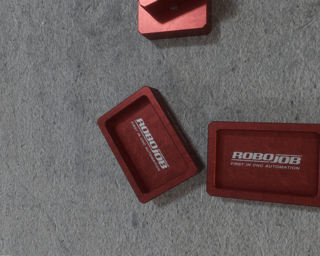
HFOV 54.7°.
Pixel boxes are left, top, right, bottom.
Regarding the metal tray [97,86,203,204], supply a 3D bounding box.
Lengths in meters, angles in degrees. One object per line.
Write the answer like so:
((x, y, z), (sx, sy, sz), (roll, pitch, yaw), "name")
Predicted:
((-0.015, 0.021, 0.411), (0.090, 0.030, 0.130), (-33, 80, 17), "metal tray")

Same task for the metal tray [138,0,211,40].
((0.019, -0.185, 0.399), (0.090, 0.030, 0.129), (0, 90, 20), "metal tray")

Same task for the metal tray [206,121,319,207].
((0.123, 0.038, 0.362), (0.130, 0.030, 0.089), (2, 91, 19), "metal tray")

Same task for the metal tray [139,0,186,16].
((0.004, -0.216, 0.372), (0.090, 0.030, 0.129), (-19, 84, 18), "metal tray")
